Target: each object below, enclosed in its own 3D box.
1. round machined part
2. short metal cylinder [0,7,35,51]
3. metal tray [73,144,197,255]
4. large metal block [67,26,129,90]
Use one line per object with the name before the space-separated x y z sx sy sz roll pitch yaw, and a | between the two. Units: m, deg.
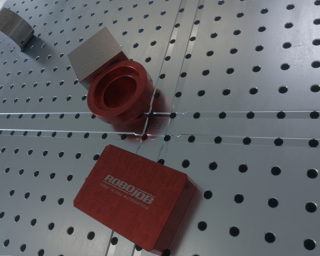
round machined part | -0.054 -0.048 0.455 0.098 0.042 0.098 -13 56 21
short metal cylinder | -0.324 -0.214 0.675 0.080 0.080 0.050 20 73 35
metal tray | -0.033 0.080 0.373 0.130 0.030 0.090 17 70 34
large metal block | -0.095 -0.107 0.508 0.080 0.050 0.080 -36 51 4
